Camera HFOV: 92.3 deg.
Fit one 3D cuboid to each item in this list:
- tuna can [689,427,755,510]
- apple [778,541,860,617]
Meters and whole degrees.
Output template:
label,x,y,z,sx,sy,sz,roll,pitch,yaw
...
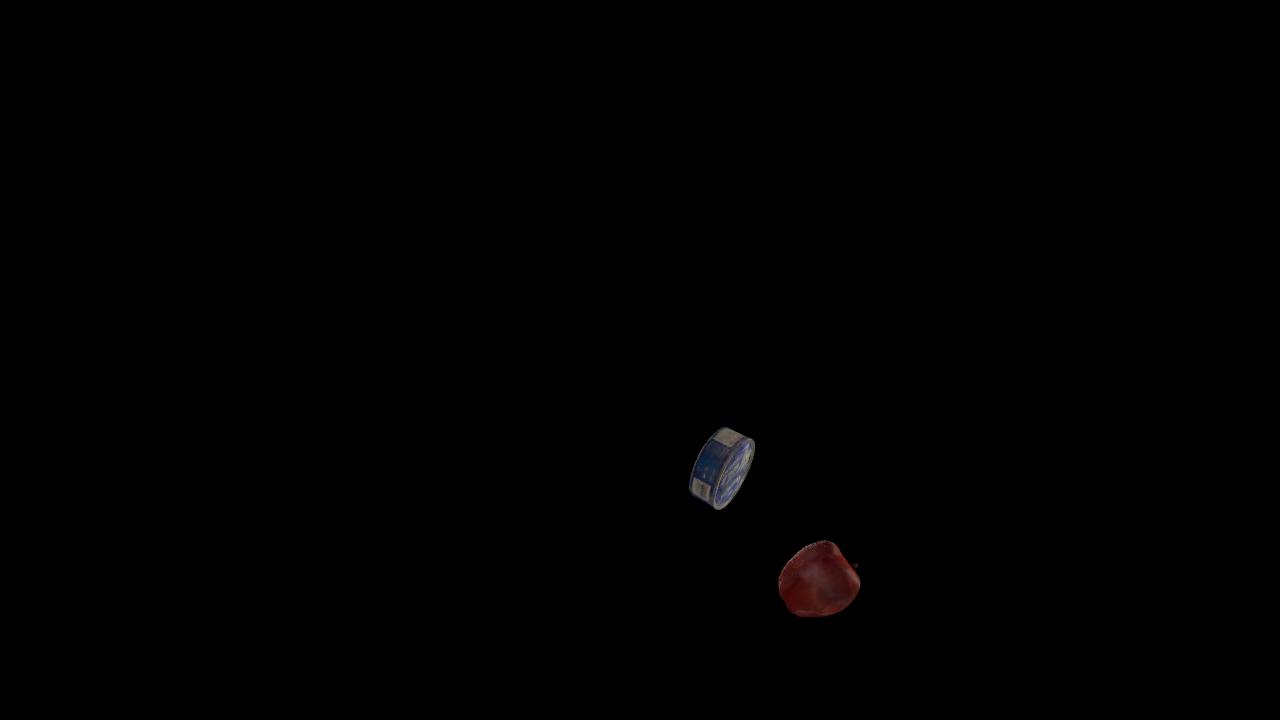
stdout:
label,x,y,z,sx,sy,sz,roll,pitch,yaw
tuna can,0.088,0.115,0.658,0.034,0.084,0.084,25,12,28
apple,0.205,0.253,0.703,0.093,0.079,0.079,-33,-5,8
